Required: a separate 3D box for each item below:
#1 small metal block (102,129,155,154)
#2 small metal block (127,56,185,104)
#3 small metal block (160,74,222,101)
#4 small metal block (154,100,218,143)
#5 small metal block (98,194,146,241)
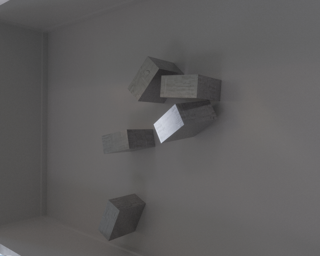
[{"bbox_3d":[-0.043,0.019,0.426,0.050,0.050,0.025,-14,82,39],"label":"small metal block"},{"bbox_3d":[-0.005,-0.060,0.395,0.025,0.050,0.050,51,120,28],"label":"small metal block"},{"bbox_3d":[0.036,-0.046,0.361,0.050,0.050,0.025,6,94,40],"label":"small metal block"},{"bbox_3d":[0.029,-0.007,0.359,0.050,0.050,0.025,-42,64,50],"label":"small metal block"},{"bbox_3d":[-0.053,0.124,0.435,0.025,0.050,0.050,32,110,35],"label":"small metal block"}]
